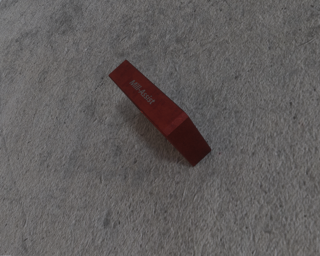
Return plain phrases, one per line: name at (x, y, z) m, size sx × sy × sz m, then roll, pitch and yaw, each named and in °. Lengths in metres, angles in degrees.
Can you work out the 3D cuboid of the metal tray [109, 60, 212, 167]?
metal tray at (-0.001, -0.019, 0.375) m, size 0.030 × 0.090 × 0.130 m, roll -43°, pitch 51°, yaw -1°
